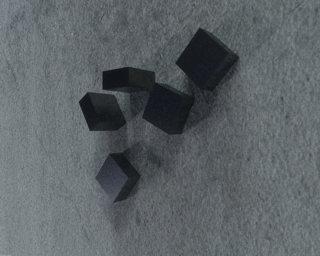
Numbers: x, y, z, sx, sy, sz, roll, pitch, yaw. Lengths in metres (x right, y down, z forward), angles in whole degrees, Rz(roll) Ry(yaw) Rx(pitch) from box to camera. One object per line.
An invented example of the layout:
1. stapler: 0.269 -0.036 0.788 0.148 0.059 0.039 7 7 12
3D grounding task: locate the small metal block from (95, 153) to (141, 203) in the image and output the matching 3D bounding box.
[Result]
1. small metal block: -0.062 0.072 0.454 0.050 0.025 0.050 46 117 30

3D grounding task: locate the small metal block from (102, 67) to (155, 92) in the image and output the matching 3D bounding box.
1. small metal block: -0.042 -0.064 0.421 0.050 0.050 0.025 -1 90 39

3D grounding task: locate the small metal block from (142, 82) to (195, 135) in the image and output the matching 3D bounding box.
1. small metal block: 0.010 -0.025 0.395 0.050 0.025 0.050 32 110 35

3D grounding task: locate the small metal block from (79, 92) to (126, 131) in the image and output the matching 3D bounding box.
1. small metal block: -0.084 -0.023 0.456 0.025 0.050 0.050 -39 67 33

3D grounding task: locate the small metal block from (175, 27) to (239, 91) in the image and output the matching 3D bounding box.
1. small metal block: 0.054 -0.079 0.359 0.050 0.025 0.050 51 120 27
